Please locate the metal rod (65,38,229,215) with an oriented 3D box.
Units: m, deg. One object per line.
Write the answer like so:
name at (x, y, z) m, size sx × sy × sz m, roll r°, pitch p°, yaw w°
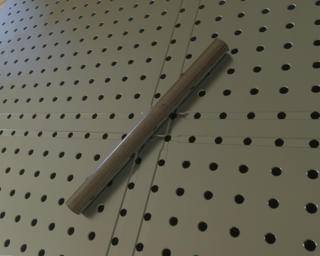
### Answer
metal rod at (-0.013, -0.006, 0.419) m, size 0.300 × 0.025 × 0.025 m, roll -48°, pitch 51°, yaw -6°
